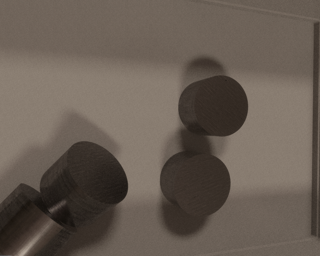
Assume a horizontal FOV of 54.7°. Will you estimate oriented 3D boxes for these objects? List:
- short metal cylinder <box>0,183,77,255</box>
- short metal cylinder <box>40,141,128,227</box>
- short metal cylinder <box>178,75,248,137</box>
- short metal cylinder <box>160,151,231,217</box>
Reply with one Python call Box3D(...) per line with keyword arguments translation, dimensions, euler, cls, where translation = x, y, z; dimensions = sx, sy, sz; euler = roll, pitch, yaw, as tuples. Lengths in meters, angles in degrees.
Box3D(translation=(-0.137, 0.105, 0.331), dimensions=(0.080, 0.080, 0.050), euler=(45, 76, -15), cls="short metal cylinder")
Box3D(translation=(-0.083, 0.062, 0.344), dimensions=(0.080, 0.080, 0.050), euler=(42, 115, -16), cls="short metal cylinder")
Box3D(translation=(0.072, -0.029, 0.425), dimensions=(0.081, 0.050, 0.079), euler=(0, 90, -21), cls="short metal cylinder")
Box3D(translation=(0.046, 0.072, 0.416), dimensions=(0.081, 0.050, 0.079), euler=(0, 90, -21), cls="short metal cylinder")
